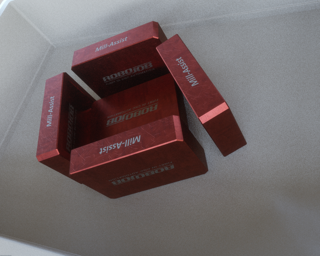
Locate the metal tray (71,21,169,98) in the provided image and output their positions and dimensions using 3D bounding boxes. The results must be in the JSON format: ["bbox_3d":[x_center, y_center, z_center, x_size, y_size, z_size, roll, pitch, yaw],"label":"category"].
[{"bbox_3d":[-0.045,-0.088,0.437,0.130,0.090,0.030,-15,56,19],"label":"metal tray"}]

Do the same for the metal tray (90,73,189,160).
[{"bbox_3d":[-0.031,-0.013,0.422,0.130,0.030,0.090,-18,55,17],"label":"metal tray"}]

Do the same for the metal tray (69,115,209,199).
[{"bbox_3d":[-0.022,0.038,0.348,0.130,0.090,0.030,-19,55,17],"label":"metal tray"}]

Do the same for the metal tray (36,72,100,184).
[{"bbox_3d":[-0.118,0.000,0.421,0.030,0.090,0.130,-19,54,17],"label":"metal tray"}]

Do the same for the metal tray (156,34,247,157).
[{"bbox_3d":[0.047,-0.039,0.360,0.030,0.090,0.130,-32,52,8],"label":"metal tray"}]
